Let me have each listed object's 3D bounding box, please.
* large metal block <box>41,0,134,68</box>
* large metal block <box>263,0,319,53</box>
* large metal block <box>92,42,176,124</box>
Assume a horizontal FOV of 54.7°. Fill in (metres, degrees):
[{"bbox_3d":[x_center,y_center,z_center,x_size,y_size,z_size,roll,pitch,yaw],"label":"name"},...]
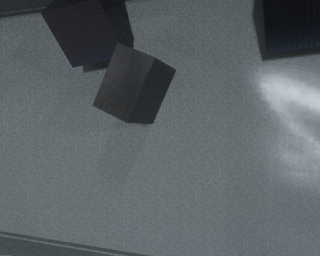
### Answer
[{"bbox_3d":[-0.091,-0.133,0.407,0.080,0.050,0.080,-6,132,20],"label":"large metal block"},{"bbox_3d":[0.150,-0.131,0.322,0.080,0.050,0.080,-3,133,20],"label":"large metal block"},{"bbox_3d":[-0.029,-0.052,0.391,0.050,0.080,0.080,26,99,18],"label":"large metal block"}]
